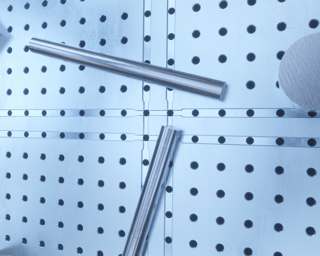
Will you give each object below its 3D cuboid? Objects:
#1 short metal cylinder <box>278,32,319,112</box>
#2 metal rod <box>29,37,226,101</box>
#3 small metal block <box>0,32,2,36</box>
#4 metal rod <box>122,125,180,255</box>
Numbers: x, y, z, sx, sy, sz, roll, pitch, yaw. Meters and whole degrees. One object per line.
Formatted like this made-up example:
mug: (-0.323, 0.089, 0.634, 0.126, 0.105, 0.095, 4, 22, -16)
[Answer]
short metal cylinder: (0.172, -0.058, 0.339, 0.080, 0.050, 0.080, 0, 89, 20)
metal rod: (-0.058, -0.087, 0.432, 0.301, 0.025, 0.025, 17, 96, 19)
small metal block: (-0.303, -0.159, 0.520, 0.050, 0.025, 0.050, -45, 76, 14)
metal rod: (-0.029, 0.142, 0.422, 0.025, 0.025, 0.298, 19, 96, 19)
